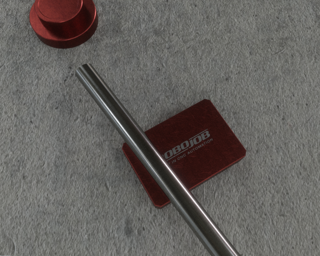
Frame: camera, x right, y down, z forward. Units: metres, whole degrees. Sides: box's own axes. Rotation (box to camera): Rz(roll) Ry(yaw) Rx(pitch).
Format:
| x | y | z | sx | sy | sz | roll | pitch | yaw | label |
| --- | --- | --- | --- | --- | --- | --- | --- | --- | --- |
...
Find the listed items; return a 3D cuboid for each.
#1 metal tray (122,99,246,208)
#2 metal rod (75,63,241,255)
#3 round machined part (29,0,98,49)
| x | y | z | sx | sy | sz | roll | pitch | yaw | label |
| --- | --- | --- | --- | --- | --- | --- | --- | --- | --- |
| 0.030 | 0.031 | 0.394 | 0.131 | 0.030 | 0.090 | -29 | 73 | -11 | metal tray |
| -0.008 | 0.038 | 0.361 | 0.025 | 0.025 | 0.300 | -35 | 74 | -12 | metal rod |
| -0.145 | -0.171 | 0.460 | 0.099 | 0.042 | 0.098 | 0 | 70 | -1 | round machined part |
